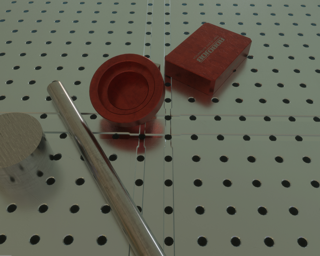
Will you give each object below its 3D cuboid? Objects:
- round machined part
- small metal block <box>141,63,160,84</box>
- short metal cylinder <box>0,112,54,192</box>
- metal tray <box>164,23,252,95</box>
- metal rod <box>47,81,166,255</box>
[{"bbox_3d":[-0.041,-0.048,0.420,0.099,0.042,0.098,-2,74,8],"label":"round machined part"},{"bbox_3d":[-0.032,-0.079,0.473,0.050,0.025,0.050,16,52,13],"label":"small metal block"},{"bbox_3d":[-0.173,0.028,0.366,0.081,0.050,0.080,0,50,0],"label":"short metal cylinder"},{"bbox_3d":[0.079,-0.117,0.504,0.090,0.030,0.131,29,56,22],"label":"metal tray"},{"bbox_3d":[-0.075,0.040,0.372,0.025,0.025,0.300,-25,55,-20],"label":"metal rod"}]
